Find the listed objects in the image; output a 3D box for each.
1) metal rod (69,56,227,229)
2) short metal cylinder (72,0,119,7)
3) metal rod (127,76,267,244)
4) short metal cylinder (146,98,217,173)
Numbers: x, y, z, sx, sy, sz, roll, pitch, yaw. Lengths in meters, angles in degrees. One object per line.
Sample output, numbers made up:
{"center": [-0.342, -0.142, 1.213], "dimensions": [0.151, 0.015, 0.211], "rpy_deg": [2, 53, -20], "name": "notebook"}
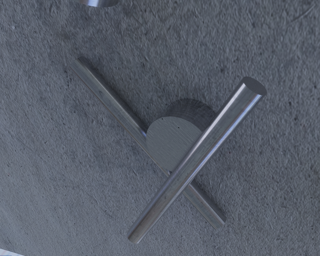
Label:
{"center": [-0.013, 0.024, 0.428], "dimensions": [0.300, 0.025, 0.025], "rpy_deg": [49, 129, -7], "name": "metal rod"}
{"center": [-0.073, -0.164, 0.308], "dimensions": [0.080, 0.080, 0.050], "rpy_deg": [33, 129, 6], "name": "short metal cylinder"}
{"center": [0.023, 0.061, 0.367], "dimensions": [0.025, 0.025, 0.298], "rpy_deg": [35, 129, 5], "name": "metal rod"}
{"center": [0.030, 0.010, 0.381], "dimensions": [0.080, 0.050, 0.079], "rpy_deg": [13, 124, 21], "name": "short metal cylinder"}
